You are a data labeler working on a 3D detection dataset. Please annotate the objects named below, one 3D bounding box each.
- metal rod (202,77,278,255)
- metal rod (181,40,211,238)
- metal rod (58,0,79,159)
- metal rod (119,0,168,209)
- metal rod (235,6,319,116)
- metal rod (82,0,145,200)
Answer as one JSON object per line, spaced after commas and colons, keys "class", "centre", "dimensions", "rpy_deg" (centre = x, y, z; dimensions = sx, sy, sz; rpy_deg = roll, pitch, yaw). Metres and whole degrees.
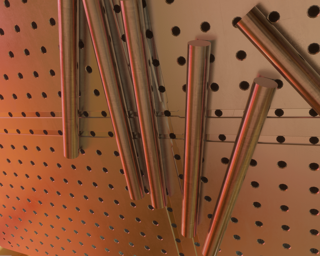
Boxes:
{"class": "metal rod", "centre": [0.094, 0.075, 0.407], "dimensions": [0.025, 0.025, 0.298], "rpy_deg": [19, 126, 17]}
{"class": "metal rod", "centre": [0.044, 0.036, 0.410], "dimensions": [0.025, 0.025, 0.298], "rpy_deg": [13, 124, 21]}
{"class": "metal rod", "centre": [-0.125, -0.077, 0.430], "dimensions": [0.025, 0.025, 0.298], "rpy_deg": [22, 127, 15]}
{"class": "metal rod", "centre": [-0.017, -0.012, 0.412], "dimensions": [0.025, 0.025, 0.298], "rpy_deg": [7, 122, 24]}
{"class": "metal rod", "centre": [0.187, -0.002, 0.310], "dimensions": [0.300, 0.025, 0.025], "rpy_deg": [45, 129, -4]}
{"class": "metal rod", "centre": [-0.057, -0.023, 0.427], "dimensions": [0.025, 0.025, 0.298], "rpy_deg": [5, 121, 26]}
